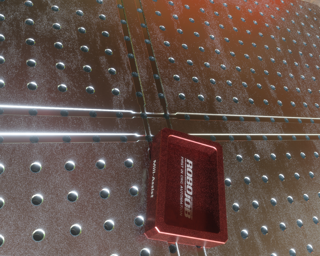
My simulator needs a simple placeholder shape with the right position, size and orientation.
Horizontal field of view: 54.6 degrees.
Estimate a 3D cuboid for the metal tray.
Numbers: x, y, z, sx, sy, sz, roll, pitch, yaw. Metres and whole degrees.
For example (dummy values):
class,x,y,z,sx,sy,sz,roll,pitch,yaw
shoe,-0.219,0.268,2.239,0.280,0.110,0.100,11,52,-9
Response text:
class,x,y,z,sx,sy,sz,roll,pitch,yaw
metal tray,0.033,0.071,0.379,0.091,0.030,0.130,16,55,-19
